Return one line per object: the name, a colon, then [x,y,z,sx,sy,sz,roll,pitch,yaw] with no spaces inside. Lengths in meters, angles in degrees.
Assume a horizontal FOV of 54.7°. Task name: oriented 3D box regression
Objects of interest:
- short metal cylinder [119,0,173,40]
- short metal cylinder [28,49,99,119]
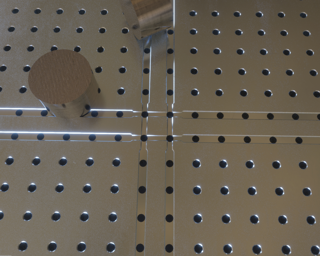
short metal cylinder: [-0.022,-0.175,0.446,0.050,0.080,0.080,-26,72,-9]
short metal cylinder: [-0.128,-0.058,0.419,0.081,0.050,0.080,0,70,0]
